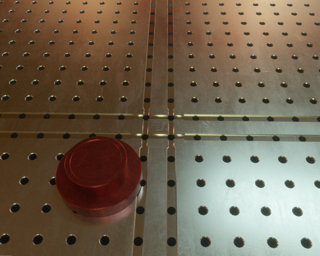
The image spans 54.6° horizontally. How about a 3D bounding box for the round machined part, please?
[{"bbox_3d":[-0.070,0.048,0.356,0.099,0.042,0.098,0,50,0],"label":"round machined part"}]
